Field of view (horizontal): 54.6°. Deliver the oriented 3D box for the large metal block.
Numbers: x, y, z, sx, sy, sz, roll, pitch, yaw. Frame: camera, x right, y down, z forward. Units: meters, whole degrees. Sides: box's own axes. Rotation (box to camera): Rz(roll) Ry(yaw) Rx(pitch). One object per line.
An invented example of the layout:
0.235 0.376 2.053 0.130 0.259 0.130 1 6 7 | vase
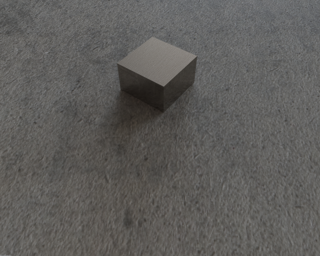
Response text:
-0.003 -0.080 0.455 0.080 0.050 0.080 30 56 22 | large metal block
